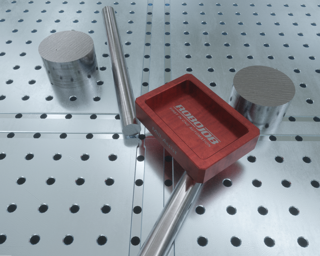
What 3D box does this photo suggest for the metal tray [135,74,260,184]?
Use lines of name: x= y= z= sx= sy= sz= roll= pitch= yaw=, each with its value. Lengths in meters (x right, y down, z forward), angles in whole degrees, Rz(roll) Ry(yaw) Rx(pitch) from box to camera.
metal tray: x=0.041 y=-0.006 z=0.376 sx=0.091 sy=0.030 sz=0.130 roll=-29 pitch=55 yaw=-22

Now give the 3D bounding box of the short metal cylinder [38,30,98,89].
short metal cylinder: x=-0.139 y=-0.107 z=0.479 sx=0.081 sy=0.050 sz=0.080 roll=0 pitch=50 yaw=0

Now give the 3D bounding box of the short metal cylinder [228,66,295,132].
short metal cylinder: x=0.137 y=-0.041 z=0.428 sx=0.081 sy=0.050 sz=0.080 roll=0 pitch=50 yaw=0

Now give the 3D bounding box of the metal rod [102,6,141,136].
metal rod: x=-0.068 y=-0.110 z=0.498 sx=0.025 sy=0.025 sz=0.300 roll=-9 pitch=51 yaw=-8

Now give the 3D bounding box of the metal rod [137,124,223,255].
metal rod: x=0.005 y=0.105 z=0.319 sx=0.025 sy=0.025 sz=0.301 roll=22 pitch=53 yaw=17
